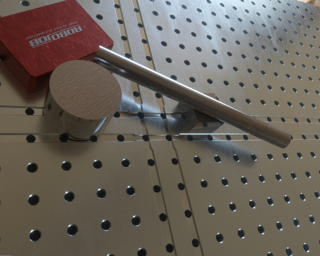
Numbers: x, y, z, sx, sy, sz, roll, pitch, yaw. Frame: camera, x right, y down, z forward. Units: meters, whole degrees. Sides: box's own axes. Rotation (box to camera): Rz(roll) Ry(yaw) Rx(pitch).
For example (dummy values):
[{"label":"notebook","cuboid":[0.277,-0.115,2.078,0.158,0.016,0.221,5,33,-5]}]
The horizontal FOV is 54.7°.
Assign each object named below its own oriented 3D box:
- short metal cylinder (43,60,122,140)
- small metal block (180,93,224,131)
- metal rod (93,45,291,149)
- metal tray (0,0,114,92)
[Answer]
[{"label":"short metal cylinder","cuboid":[-0.091,-0.032,0.364,0.081,0.050,0.080,14,56,-21]},{"label":"small metal block","cuboid":[0.063,-0.024,0.459,0.050,0.025,0.050,-3,63,-30]},{"label":"metal rod","cuboid":[0.054,-0.037,0.429,0.302,0.025,0.025,23,53,-15]},{"label":"metal tray","cuboid":[-0.137,-0.112,0.400,0.090,0.030,0.131,48,51,5]}]
